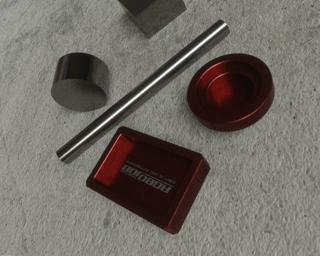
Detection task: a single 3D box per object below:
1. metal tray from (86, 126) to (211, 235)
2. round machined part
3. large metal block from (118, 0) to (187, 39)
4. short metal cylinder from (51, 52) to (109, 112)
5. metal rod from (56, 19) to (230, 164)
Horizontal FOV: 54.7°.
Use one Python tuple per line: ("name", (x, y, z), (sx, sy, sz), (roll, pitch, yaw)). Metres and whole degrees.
("metal tray", (-0.017, 0.057, 0.373), (0.130, 0.030, 0.090), (19, 71, 34))
("round machined part", (0.085, -0.038, 0.371), (0.098, 0.042, 0.098), (-13, 56, 20))
("large metal block", (-0.015, -0.210, 0.523), (0.080, 0.050, 0.080), (-38, 51, 2))
("short metal cylinder", (-0.120, -0.068, 0.471), (0.080, 0.080, 0.050), (-14, 56, 20))
("metal rod", (-0.025, -0.051, 0.446), (0.300, 0.025, 0.025), (-39, 51, 1))
